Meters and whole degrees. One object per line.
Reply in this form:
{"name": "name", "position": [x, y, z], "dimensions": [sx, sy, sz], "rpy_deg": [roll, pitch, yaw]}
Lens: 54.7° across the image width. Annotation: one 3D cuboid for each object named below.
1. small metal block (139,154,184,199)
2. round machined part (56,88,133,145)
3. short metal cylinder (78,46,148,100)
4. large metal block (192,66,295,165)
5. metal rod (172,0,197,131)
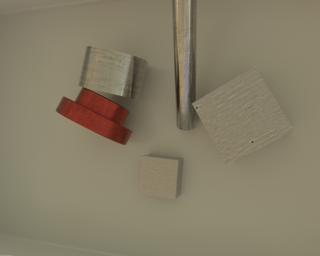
{"name": "small metal block", "position": [0.002, 0.063, 0.409], "dimensions": [0.050, 0.025, 0.050], "rpy_deg": [5, 92, 19]}
{"name": "round machined part", "position": [-0.078, -0.018, 0.400], "dimensions": [0.098, 0.098, 0.042], "rpy_deg": [26, 87, 18]}
{"name": "short metal cylinder", "position": [-0.060, -0.070, 0.401], "dimensions": [0.080, 0.080, 0.050], "rpy_deg": [15, 95, 19]}
{"name": "large metal block", "position": [0.097, -0.013, 0.363], "dimensions": [0.080, 0.050, 0.080], "rpy_deg": [-30, 80, 17]}
{"name": "metal rod", "position": [0.025, -0.125, 0.314], "dimensions": [0.025, 0.025, 0.298], "rpy_deg": [10, 128, 19]}
